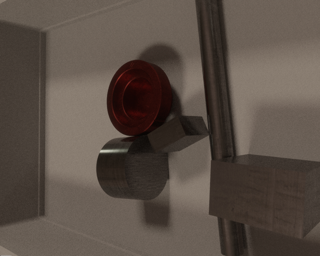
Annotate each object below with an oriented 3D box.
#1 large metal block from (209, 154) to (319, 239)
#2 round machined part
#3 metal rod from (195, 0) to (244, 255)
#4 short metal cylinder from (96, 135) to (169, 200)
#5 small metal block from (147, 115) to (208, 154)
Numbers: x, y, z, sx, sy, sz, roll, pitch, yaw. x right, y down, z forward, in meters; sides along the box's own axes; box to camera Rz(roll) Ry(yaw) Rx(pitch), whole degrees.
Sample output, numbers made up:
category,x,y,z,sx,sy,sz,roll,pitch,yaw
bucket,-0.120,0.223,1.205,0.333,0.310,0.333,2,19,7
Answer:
category,x,y,z,sx,sy,sz,roll,pitch,yaw
large metal block,0.102,0.056,0.286,0.080,0.081,0.050,4,92,39
round machined part,-0.022,-0.037,0.410,0.098,0.042,0.097,-3,85,40
metal rod,0.066,-0.012,0.350,0.025,0.025,0.298,-9,85,39
short metal cylinder,-0.034,0.051,0.397,0.050,0.081,0.080,-7,86,39
small metal block,0.022,0.008,0.370,0.050,0.050,0.025,-32,70,35
